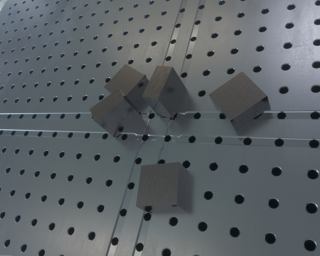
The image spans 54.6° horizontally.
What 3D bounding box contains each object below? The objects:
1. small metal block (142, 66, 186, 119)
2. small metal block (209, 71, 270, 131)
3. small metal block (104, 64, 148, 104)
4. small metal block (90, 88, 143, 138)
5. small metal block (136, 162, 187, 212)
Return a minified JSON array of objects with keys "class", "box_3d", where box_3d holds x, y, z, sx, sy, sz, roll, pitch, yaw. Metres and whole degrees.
[{"class":"small metal block","box_3d":[0.007,-0.048,0.419,0.025,0.050,0.050,11,67,33]},{"class":"small metal block","box_3d":[0.096,-0.033,0.379,0.050,0.025,0.050,-35,51,5]},{"class":"small metal block","box_3d":[-0.049,-0.064,0.475,0.050,0.025,0.050,-49,51,-6]},{"class":"small metal block","box_3d":[-0.061,-0.020,0.438,0.050,0.050,0.025,-34,51,6]},{"class":"small metal block","box_3d":[0.003,0.070,0.365,0.050,0.025,0.050,-8,58,24]}]
